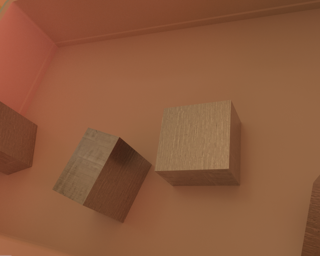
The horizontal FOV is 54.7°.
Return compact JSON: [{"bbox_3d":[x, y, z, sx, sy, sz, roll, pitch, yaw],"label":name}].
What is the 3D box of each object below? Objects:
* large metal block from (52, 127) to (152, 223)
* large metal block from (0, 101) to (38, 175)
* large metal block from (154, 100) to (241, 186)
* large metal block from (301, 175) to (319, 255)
[{"bbox_3d":[-0.064,0.057,0.369,0.050,0.080,0.080,14,69,34],"label":"large metal block"},{"bbox_3d":[-0.247,0.018,0.489,0.050,0.080,0.080,-19,54,17],"label":"large metal block"},{"bbox_3d":[0.046,0.020,0.353,0.080,0.050,0.080,-6,59,25],"label":"large metal block"},{"bbox_3d":[0.157,0.086,0.234,0.080,0.050,0.079,10,96,32],"label":"large metal block"}]
